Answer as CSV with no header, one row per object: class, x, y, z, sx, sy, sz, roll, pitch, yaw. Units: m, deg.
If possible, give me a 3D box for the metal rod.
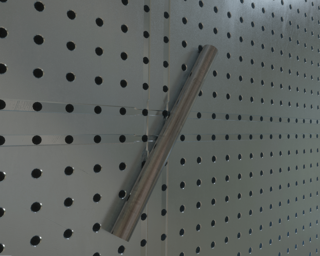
metal rod,0.015,0.006,0.423,0.025,0.025,0.300,41,65,-33
